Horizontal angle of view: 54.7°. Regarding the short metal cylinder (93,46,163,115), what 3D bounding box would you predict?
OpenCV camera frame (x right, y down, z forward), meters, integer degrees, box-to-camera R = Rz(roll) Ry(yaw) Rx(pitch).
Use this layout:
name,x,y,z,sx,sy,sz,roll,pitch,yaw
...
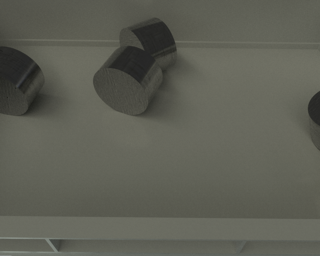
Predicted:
name,x,y,z,sx,sy,sz,roll,pitch,yaw
short metal cylinder,-0.043,-0.064,0.423,0.080,0.080,0.050,18,52,14

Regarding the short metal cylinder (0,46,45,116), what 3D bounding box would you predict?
name,x,y,z,sx,sy,sz,roll,pitch,yaw
short metal cylinder,-0.206,-0.062,0.419,0.080,0.080,0.050,9,51,7

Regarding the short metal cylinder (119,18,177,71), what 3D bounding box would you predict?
name,x,y,z,sx,sy,sz,roll,pitch,yaw
short metal cylinder,-0.019,-0.120,0.470,0.050,0.080,0.080,-29,56,-22

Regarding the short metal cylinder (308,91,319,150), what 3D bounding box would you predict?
name,x,y,z,sx,sy,sz,roll,pitch,yaw
short metal cylinder,0.229,-0.010,0.382,0.080,0.050,0.080,-16,43,16
